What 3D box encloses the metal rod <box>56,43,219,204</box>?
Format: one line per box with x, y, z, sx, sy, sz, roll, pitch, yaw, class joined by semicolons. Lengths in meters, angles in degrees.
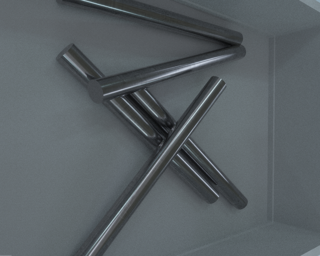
-0.010;0.013;0.399;0.300;0.025;0.025;46;62;-31;metal rod

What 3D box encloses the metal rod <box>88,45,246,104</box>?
0.034;-0.082;0.416;0.302;0.025;0.025;-25;106;-44;metal rod

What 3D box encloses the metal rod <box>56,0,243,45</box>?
0.012;-0.144;0.417;0.302;0.025;0.025;-1;91;-40;metal rod

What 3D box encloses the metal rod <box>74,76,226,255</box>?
-0.009;0.051;0.374;0.300;0.025;0.025;-52;121;-18;metal rod

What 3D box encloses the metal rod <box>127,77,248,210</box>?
0.047;0.034;0.448;0.300;0.025;0.025;46;62;-31;metal rod
